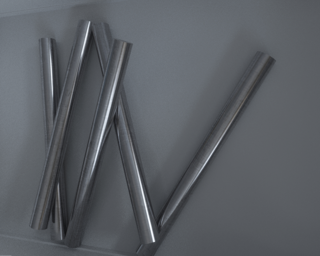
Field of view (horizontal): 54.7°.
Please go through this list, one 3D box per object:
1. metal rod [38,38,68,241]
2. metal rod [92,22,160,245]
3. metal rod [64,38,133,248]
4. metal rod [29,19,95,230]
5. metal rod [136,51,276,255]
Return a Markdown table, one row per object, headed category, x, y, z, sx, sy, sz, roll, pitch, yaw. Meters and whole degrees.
| category | x | y | z | sx | sy | sz | roll | pitch | yaw |
| --- | --- | --- | --- | --- | --- | --- | --- | --- | --- |
| metal rod | -0.161 | 0.015 | 0.467 | 0.025 | 0.025 | 0.298 | -5 | 88 | 20 |
| metal rod | -0.048 | -0.001 | 0.413 | 0.025 | 0.025 | 0.299 | -18 | 79 | 19 |
| metal rod | -0.086 | 0.032 | 0.413 | 0.025 | 0.025 | 0.298 | 23 | 108 | 18 |
| metal rod | -0.138 | -0.006 | 0.442 | 0.025 | 0.025 | 0.298 | 12 | 88 | 19 |
| metal rod | 0.052 | 0.043 | 0.391 | 0.025 | 0.025 | 0.299 | 33 | 100 | 17 |
